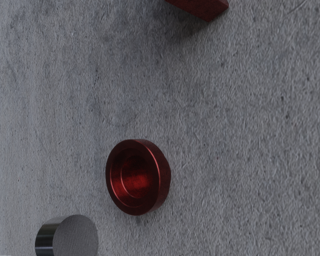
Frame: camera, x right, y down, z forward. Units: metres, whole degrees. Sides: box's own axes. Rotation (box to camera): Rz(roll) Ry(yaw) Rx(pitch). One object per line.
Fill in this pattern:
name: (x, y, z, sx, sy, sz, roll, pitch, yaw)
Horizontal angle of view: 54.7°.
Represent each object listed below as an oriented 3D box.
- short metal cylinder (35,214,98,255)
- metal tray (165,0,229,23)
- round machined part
short metal cylinder: (-0.145, 0.179, 0.486, 0.050, 0.081, 0.080, -18, 79, 38)
metal tray: (0.022, -0.189, 0.343, 0.030, 0.091, 0.129, -30, 72, 36)
round machined part: (-0.024, 0.063, 0.412, 0.098, 0.042, 0.097, 0, 90, 39)
